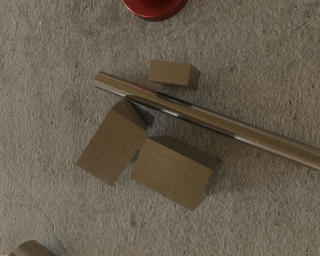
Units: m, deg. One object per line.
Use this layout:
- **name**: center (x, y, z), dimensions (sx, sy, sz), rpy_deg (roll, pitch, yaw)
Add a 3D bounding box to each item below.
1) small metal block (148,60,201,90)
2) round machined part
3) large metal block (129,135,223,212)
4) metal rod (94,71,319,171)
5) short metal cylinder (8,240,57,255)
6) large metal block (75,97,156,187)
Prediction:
- **small metal block**: center (0.019, -0.066, 0.388), dimensions (0.050, 0.050, 0.025), rpy_deg (11, 94, 19)
- **round machined part**: center (-0.009, -0.194, 0.402), dimensions (0.098, 0.042, 0.097), rpy_deg (0, 90, 19)
- **large metal block**: center (0.023, 0.049, 0.371), dimensions (0.080, 0.080, 0.050), rpy_deg (25, 98, 18)
- **metal rod**: center (0.047, -0.016, 0.391), dimensions (0.301, 0.025, 0.025), rpy_deg (22, 97, 18)
- **short metal cylinder**: center (-0.188, 0.210, 0.444), dimensions (0.050, 0.080, 0.080), rpy_deg (27, 99, 17)
- **large metal block**: center (-0.052, 0.014, 0.388), dimensions (0.050, 0.080, 0.080), rpy_deg (33, 105, -5)
